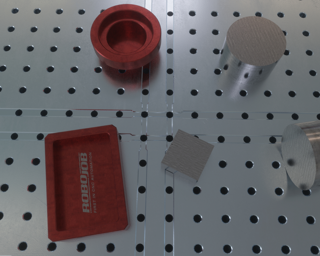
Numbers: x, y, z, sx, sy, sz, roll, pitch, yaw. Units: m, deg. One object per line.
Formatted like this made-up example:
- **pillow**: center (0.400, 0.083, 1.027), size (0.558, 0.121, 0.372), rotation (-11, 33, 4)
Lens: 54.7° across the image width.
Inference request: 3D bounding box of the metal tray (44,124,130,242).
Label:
- **metal tray**: center (-0.091, 0.066, 0.384), size (0.091, 0.030, 0.129), rotation (-9, 70, -3)

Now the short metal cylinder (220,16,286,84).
- **short metal cylinder**: center (0.129, -0.110, 0.439), size (0.081, 0.050, 0.080), rotation (0, 70, 0)

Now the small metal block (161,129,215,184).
- **small metal block**: center (0.035, 0.037, 0.399), size (0.050, 0.025, 0.050), rotation (26, 72, 9)

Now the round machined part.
- **round machined part**: center (-0.047, -0.126, 0.449), size (0.099, 0.042, 0.098), rotation (0, 70, 0)

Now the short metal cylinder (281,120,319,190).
- **short metal cylinder**: center (0.189, 0.031, 0.373), size (0.050, 0.080, 0.080), rotation (-8, 70, -3)
